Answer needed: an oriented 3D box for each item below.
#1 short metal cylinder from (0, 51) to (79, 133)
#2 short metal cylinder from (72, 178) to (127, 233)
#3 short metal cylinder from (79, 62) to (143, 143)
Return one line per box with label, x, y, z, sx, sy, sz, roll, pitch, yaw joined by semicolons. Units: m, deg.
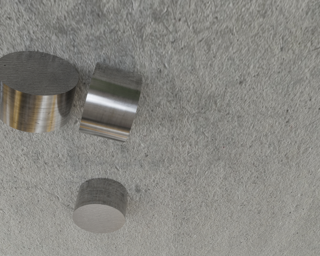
short metal cylinder;-0.133;-0.040;0.335;0.081;0.080;0.050;14;129;-12
short metal cylinder;-0.094;0.125;0.496;0.081;0.050;0.079;0;130;0
short metal cylinder;-0.055;-0.028;0.347;0.050;0.080;0.079;15;129;-12
